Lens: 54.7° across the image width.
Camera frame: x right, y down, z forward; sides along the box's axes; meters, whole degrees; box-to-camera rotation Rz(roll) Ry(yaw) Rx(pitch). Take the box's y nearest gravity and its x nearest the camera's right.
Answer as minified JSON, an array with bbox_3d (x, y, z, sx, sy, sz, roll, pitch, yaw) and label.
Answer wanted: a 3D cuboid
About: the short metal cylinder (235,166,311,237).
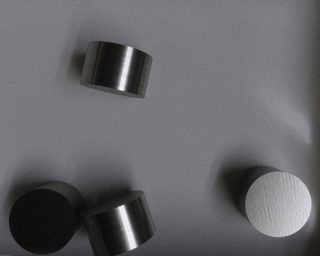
[{"bbox_3d":[0.143,0.092,0.400,0.081,0.050,0.080,0,90,0],"label":"short metal cylinder"}]

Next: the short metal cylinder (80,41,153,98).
[{"bbox_3d":[-0.054,-0.070,0.383,0.080,0.080,0.050,12,90,0],"label":"short metal cylinder"}]

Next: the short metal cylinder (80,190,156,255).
[{"bbox_3d":[-0.051,0.116,0.383,0.080,0.080,0.050,-18,90,0],"label":"short metal cylinder"}]

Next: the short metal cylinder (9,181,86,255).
[{"bbox_3d":[-0.141,0.113,0.398,0.081,0.050,0.080,0,90,0],"label":"short metal cylinder"}]
